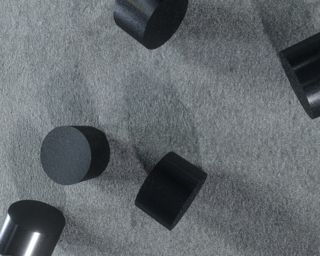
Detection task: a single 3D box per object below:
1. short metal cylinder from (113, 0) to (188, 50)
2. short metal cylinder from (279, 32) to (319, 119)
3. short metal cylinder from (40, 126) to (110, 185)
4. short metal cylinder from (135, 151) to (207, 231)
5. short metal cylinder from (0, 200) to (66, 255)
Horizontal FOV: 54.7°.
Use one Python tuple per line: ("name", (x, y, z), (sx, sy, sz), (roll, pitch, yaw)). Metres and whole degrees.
("short metal cylinder", (-0.010, -0.145, 0.383), (0.050, 0.080, 0.080), (41, 103, 15))
("short metal cylinder", (0.166, -0.055, 0.321), (0.050, 0.080, 0.080), (-26, 82, 18))
("short metal cylinder", (-0.118, 0.036, 0.436), (0.080, 0.050, 0.079), (0, 90, 19))
("short metal cylinder", (0.014, 0.075, 0.374), (0.050, 0.080, 0.080), (32, 100, 17))
("short metal cylinder", (-0.184, 0.147, 0.443), (0.080, 0.080, 0.050), (28, 99, 17))
